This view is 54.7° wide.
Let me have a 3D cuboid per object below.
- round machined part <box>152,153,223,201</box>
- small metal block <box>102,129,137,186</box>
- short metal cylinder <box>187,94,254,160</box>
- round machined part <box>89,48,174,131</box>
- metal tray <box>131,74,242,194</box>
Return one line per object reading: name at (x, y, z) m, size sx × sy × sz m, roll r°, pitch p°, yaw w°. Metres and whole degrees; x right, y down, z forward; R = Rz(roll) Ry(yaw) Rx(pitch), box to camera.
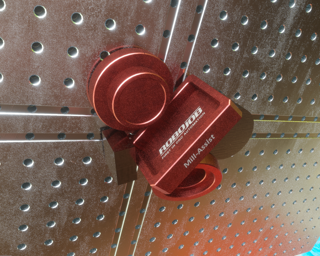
round machined part at (0.035, 0.061, 0.437) m, size 0.099 × 0.042 × 0.097 m, roll -7°, pitch 140°, yaw -5°
small metal block at (-0.050, 0.034, 0.383) m, size 0.025 × 0.050 × 0.050 m, roll -14°, pitch 125°, yaw -21°
short metal cylinder at (0.082, -0.003, 0.433) m, size 0.081 × 0.050 × 0.079 m, roll -14°, pitch 124°, yaw -21°
round machined part at (-0.028, -0.038, 0.356) m, size 0.099 × 0.042 × 0.097 m, roll -14°, pitch 124°, yaw -21°
metal tray at (0.025, 0.004, 0.380) m, size 0.130 × 0.090 × 0.030 m, roll -48°, pitch 129°, yaw 5°
